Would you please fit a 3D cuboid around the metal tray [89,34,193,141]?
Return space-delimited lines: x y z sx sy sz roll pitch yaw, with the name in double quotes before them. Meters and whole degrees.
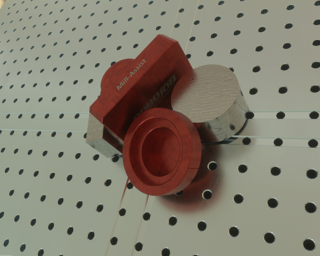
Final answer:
"metal tray" -0.014 -0.041 0.394 0.130 0.090 0.030 -48 51 -6

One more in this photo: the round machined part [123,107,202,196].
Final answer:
"round machined part" 0.006 0.028 0.357 0.098 0.042 0.097 -7 79 38

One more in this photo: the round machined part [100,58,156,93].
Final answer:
"round machined part" -0.047 -0.063 0.455 0.098 0.042 0.098 -13 56 21

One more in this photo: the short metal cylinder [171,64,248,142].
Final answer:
"short metal cylinder" 0.060 -0.029 0.373 0.080 0.050 0.080 -13 56 21

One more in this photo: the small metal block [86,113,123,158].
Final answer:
"small metal block" -0.073 0.006 0.421 0.025 0.050 0.050 -14 56 20
